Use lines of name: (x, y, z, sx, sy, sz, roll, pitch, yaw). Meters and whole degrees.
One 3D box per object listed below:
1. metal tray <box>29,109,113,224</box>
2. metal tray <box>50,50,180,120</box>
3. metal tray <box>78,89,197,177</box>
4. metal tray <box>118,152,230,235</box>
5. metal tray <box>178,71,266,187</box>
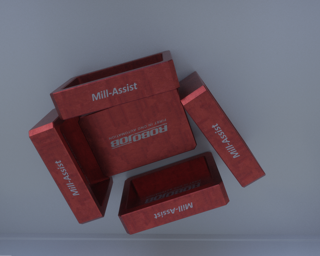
metal tray: (-0.104, 0.041, 0.388, 0.030, 0.090, 0.129, -20, 109, 7)
metal tray: (-0.047, -0.052, 0.354, 0.131, 0.090, 0.030, -15, 110, 5)
metal tray: (-0.027, 0.002, 0.406, 0.131, 0.030, 0.090, -19, 109, 6)
metal tray: (0.016, 0.081, 0.405, 0.131, 0.090, 0.030, -19, 109, 6)
metal tray: (0.071, -0.001, 0.376, 0.030, 0.090, 0.130, -34, 107, 12)
